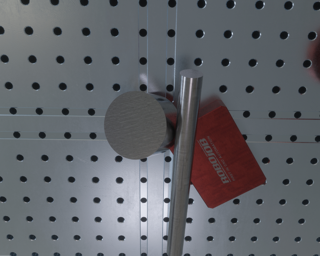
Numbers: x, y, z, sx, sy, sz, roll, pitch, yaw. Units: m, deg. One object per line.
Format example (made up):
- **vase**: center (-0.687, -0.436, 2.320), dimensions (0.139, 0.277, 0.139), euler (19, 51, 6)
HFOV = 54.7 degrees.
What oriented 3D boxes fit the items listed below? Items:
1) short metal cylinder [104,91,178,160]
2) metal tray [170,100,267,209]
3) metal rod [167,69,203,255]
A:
- **short metal cylinder**: center (-0.021, -0.004, 0.381), dimensions (0.080, 0.050, 0.079), euler (0, 91, 22)
- **metal tray**: center (0.076, 0.038, 0.426), dimensions (0.090, 0.030, 0.130), euler (-30, 108, 10)
- **metal rod**: center (0.028, 0.068, 0.408), dimensions (0.025, 0.025, 0.298), euler (2, 122, -1)
